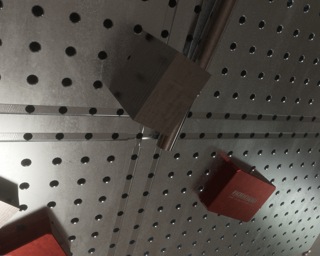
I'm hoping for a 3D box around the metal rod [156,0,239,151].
[{"bbox_3d":[0.060,-0.104,0.381,0.025,0.025,0.298,9,114,-33],"label":"metal rod"}]

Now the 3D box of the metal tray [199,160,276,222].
[{"bbox_3d":[0.143,0.118,0.563,0.131,0.030,0.090,27,104,-38],"label":"metal tray"}]

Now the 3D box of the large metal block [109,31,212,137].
[{"bbox_3d":[-0.003,-0.050,0.344,0.050,0.080,0.080,26,104,-37],"label":"large metal block"}]

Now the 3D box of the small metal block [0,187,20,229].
[{"bbox_3d":[-0.202,0.094,0.359,0.050,0.025,0.050,-45,130,2],"label":"small metal block"}]

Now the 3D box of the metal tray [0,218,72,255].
[{"bbox_3d":[-0.195,0.186,0.417,0.131,0.030,0.089,-24,128,-14],"label":"metal tray"}]
